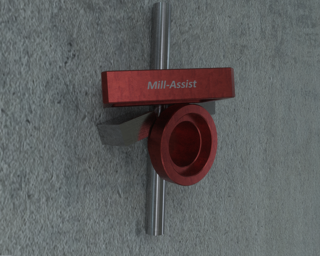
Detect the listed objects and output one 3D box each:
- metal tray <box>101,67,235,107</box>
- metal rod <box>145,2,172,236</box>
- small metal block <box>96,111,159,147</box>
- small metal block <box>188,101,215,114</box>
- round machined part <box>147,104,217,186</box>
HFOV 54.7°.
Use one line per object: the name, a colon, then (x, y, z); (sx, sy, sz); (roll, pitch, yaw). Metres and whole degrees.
metal tray: (0.003, -0.042, 0.338); (0.131, 0.090, 0.030); (-4, 92, -11)
metal rod: (-0.002, -0.013, 0.407); (0.025, 0.025, 0.298); (3, 88, -40)
small metal block: (-0.038, 0.000, 0.360); (0.050, 0.050, 0.025); (-25, 106, -38)
small metal block: (0.040, -0.030, 0.426); (0.050, 0.050, 0.025); (-2, 92, -40)
round machined part: (0.024, 0.019, 0.381); (0.099, 0.042, 0.097); (-4, 96, -42)
